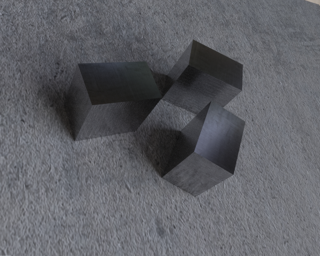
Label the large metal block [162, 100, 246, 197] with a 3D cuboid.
[{"bbox_3d":[0.053,0.027,0.380,0.050,0.080,0.080,31,52,-9],"label":"large metal block"}]

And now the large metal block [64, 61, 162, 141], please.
[{"bbox_3d":[-0.057,-0.030,0.356,0.081,0.080,0.050,-10,67,-32],"label":"large metal block"}]

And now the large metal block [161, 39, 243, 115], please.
[{"bbox_3d":[0.059,-0.065,0.440,0.080,0.080,0.050,23,54,-15],"label":"large metal block"}]
